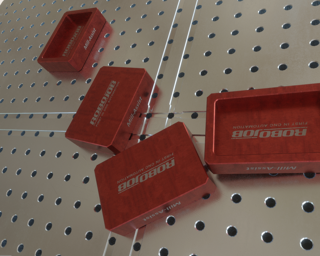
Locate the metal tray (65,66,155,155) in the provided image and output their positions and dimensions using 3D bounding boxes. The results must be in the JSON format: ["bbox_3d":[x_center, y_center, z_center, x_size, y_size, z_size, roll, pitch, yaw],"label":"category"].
[{"bbox_3d":[-0.074,-0.030,0.460,0.090,0.030,0.130,10,66,32],"label":"metal tray"}]

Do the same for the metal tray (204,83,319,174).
[{"bbox_3d":[0.117,0.002,0.333,0.130,0.030,0.090,-4,60,19],"label":"metal tray"}]

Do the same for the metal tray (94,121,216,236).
[{"bbox_3d":[-0.011,0.060,0.373,0.130,0.030,0.090,-28,52,9],"label":"metal tray"}]

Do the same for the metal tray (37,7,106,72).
[{"bbox_3d":[-0.168,-0.169,0.594,0.090,0.030,0.130,6,64,30],"label":"metal tray"}]
